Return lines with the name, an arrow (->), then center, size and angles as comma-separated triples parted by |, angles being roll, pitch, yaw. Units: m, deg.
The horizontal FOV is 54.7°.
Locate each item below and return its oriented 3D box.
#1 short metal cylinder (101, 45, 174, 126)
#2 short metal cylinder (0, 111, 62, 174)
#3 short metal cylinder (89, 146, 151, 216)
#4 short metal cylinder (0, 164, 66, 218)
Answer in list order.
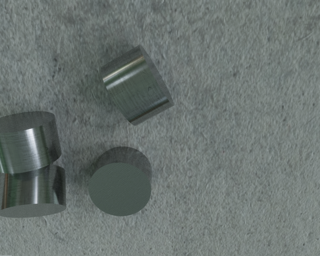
short metal cylinder -> -0.025, -0.049, 0.362 | 0.050, 0.080, 0.080 | -28, 108, 9
short metal cylinder -> -0.168, 0.015, 0.384 | 0.081, 0.080, 0.050 | -4, 110, 1
short metal cylinder -> -0.052, 0.072, 0.422 | 0.081, 0.050, 0.079 | 0, 110, -1
short metal cylinder -> -0.164, 0.083, 0.402 | 0.080, 0.080, 0.050 | -11, 66, 3
